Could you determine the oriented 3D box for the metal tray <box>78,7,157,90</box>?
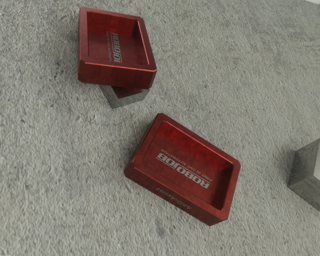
[{"bbox_3d":[-0.060,-0.108,0.408,0.091,0.030,0.130,4,46,-19],"label":"metal tray"}]

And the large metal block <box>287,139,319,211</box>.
[{"bbox_3d":[0.253,0.076,0.477,0.080,0.050,0.080,37,51,-3],"label":"large metal block"}]

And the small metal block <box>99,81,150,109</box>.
[{"bbox_3d":[-0.050,-0.058,0.412,0.050,0.025,0.050,-21,73,-36],"label":"small metal block"}]

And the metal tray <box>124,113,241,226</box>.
[{"bbox_3d":[0.032,0.050,0.386,0.130,0.030,0.090,32,52,-7],"label":"metal tray"}]
